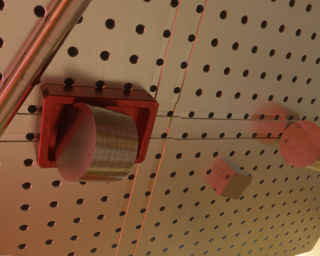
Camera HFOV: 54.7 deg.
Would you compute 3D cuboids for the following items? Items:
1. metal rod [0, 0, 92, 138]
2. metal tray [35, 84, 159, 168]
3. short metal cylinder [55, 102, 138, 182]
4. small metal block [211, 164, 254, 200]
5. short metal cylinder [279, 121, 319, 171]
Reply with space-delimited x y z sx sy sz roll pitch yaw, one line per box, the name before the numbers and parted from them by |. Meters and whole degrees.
metal rod | -0.117 -0.073 0.301 0.025 0.025 0.299 30 102 -38
metal tray | -0.074 0.000 0.367 0.131 0.030 0.089 1 118 -29
short metal cylinder | -0.068 0.017 0.327 0.050 0.080 0.080 11 113 -44
small metal block | 0.126 0.094 0.538 0.050 0.025 0.050 20 108 -36
short metal cylinder | 0.257 0.032 0.536 0.050 0.080 0.080 15 111 -34
